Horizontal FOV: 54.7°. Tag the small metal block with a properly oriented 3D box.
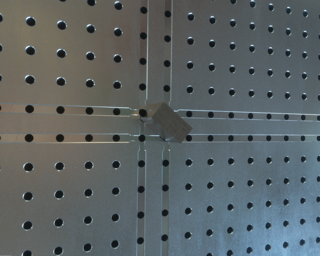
[{"bbox_3d":[0.007,-0.006,0.403,0.050,0.050,0.025,42,77,-16],"label":"small metal block"}]
